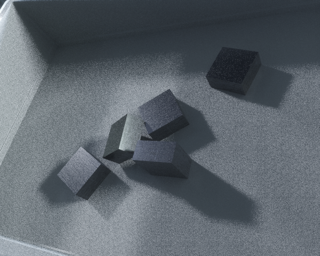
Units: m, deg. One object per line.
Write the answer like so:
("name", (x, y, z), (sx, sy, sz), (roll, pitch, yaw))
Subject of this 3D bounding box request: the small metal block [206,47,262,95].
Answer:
("small metal block", (0.096, -0.075, 0.401), (0.050, 0.025, 0.050), (20, 72, 35))

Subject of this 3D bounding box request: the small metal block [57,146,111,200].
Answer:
("small metal block", (-0.104, 0.061, 0.423), (0.050, 0.025, 0.050), (32, 79, 38))

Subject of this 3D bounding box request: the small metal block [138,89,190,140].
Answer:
("small metal block", (0.004, -0.016, 0.414), (0.050, 0.025, 0.050), (-30, 52, 9))

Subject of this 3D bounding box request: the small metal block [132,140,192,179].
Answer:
("small metal block", (0.004, 0.037, 0.365), (0.050, 0.050, 0.025), (1, 62, 29))

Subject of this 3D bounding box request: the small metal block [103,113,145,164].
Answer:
("small metal block", (-0.048, 0.015, 0.407), (0.050, 0.025, 0.050), (-29, 43, 52))
